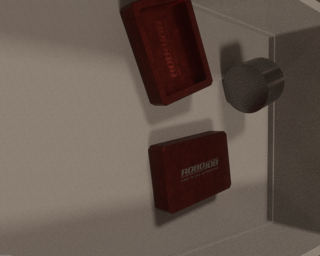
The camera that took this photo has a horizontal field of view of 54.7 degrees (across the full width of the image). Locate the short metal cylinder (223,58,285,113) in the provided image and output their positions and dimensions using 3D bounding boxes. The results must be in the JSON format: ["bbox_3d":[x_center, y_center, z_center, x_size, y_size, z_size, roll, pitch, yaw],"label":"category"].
[{"bbox_3d":[0.150,-0.069,0.500,0.050,0.080,0.080,-25,106,-37],"label":"short metal cylinder"}]

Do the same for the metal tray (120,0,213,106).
[{"bbox_3d":[0.012,-0.104,0.407,0.091,0.030,0.129,-27,107,-28],"label":"metal tray"}]

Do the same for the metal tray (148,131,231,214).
[{"bbox_3d":[0.048,0.058,0.446,0.131,0.030,0.089,-12,98,-40],"label":"metal tray"}]
